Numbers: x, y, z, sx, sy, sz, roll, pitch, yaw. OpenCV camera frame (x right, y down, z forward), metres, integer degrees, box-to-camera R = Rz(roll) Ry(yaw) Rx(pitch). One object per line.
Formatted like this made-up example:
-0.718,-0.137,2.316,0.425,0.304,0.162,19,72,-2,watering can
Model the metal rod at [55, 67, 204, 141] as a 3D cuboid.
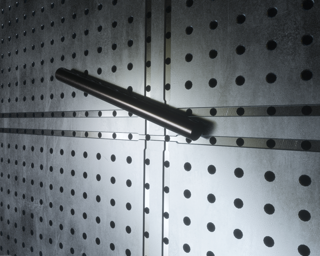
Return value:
-0.065,-0.046,0.460,0.300,0.025,0.025,24,105,37,metal rod
